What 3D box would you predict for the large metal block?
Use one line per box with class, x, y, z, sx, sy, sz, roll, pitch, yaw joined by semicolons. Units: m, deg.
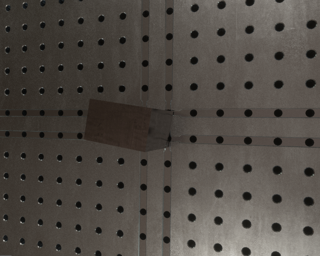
large metal block;-0.037;-0.004;0.395;0.080;0.080;0.050;10;94;19
